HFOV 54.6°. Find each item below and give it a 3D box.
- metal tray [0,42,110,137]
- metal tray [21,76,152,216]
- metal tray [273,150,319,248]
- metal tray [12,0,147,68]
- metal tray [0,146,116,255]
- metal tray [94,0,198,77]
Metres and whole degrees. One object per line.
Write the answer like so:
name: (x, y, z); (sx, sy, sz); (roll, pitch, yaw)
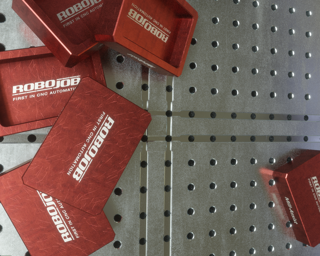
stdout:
metal tray: (-0.131, -0.047, 0.361); (0.131, 0.030, 0.090); (-14, 95, -20)
metal tray: (-0.079, 0.020, 0.348); (0.090, 0.030, 0.130); (31, 80, -17)
metal tray: (0.245, 0.111, 0.500); (0.091, 0.030, 0.129); (-26, 99, -18)
metal tray: (-0.084, -0.139, 0.353); (0.090, 0.030, 0.131); (49, 57, -7)
metal tray: (-0.122, 0.095, 0.365); (0.091, 0.030, 0.130); (-27, 99, -18)
metal tray: (-0.009, -0.122, 0.365); (0.131, 0.030, 0.090); (16, 90, -54)
